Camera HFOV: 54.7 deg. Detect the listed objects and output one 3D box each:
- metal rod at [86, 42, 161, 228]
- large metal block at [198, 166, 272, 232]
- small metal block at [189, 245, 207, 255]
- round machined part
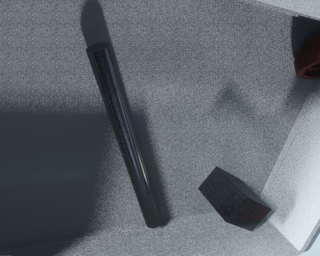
[{"bbox_3d":[-0.038,0.033,0.410,0.025,0.025,0.298,-24,128,-14],"label":"metal rod"},{"bbox_3d":[0.124,0.118,0.516,0.080,0.080,0.050,30,101,-38],"label":"large metal block"},{"bbox_3d":[0.088,0.269,0.613,0.025,0.050,0.050,-34,129,-6],"label":"small metal block"},{"bbox_3d":[0.245,-0.107,0.446,0.099,0.098,0.042,1,78,-29],"label":"round machined part"}]
